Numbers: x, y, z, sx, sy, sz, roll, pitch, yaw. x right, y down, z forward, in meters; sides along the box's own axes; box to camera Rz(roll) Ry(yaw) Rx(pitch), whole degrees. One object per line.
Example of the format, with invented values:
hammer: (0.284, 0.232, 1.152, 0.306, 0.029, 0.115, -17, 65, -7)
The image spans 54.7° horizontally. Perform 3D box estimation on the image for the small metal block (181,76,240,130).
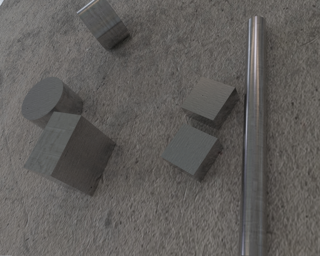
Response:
small metal block: (0.063, -0.032, 0.390, 0.050, 0.025, 0.050, 27, 76, 37)

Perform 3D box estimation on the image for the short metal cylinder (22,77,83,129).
short metal cylinder: (-0.173, -0.036, 0.500, 0.080, 0.050, 0.080, -13, 56, 21)

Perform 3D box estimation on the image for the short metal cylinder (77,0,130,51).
short metal cylinder: (-0.095, -0.179, 0.528, 0.050, 0.080, 0.080, -37, 51, 4)

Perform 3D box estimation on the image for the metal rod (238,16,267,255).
metal rod: (0.108, -0.012, 0.354, 0.025, 0.025, 0.300, -4, 60, 26)

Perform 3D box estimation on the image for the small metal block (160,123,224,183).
small metal block: (0.038, 0.029, 0.367, 0.050, 0.025, 0.050, 27, 76, 37)

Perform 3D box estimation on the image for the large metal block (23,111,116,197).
large metal block: (-0.114, 0.035, 0.407, 0.050, 0.080, 0.080, 8, 66, 32)
